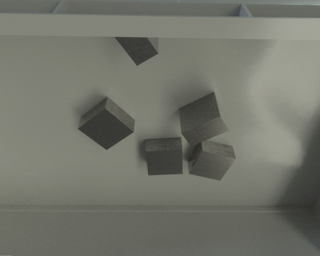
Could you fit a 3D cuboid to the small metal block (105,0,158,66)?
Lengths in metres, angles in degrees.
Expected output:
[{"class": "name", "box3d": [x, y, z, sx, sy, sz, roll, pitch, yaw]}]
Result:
[{"class": "small metal block", "box3d": [-0.026, -0.099, 0.308, 0.025, 0.050, 0.050, -26, 126, 20]}]

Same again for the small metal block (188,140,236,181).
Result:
[{"class": "small metal block", "box3d": [0.074, 0.047, 0.450, 0.050, 0.025, 0.050, 14, 129, -12]}]

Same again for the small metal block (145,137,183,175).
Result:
[{"class": "small metal block", "box3d": [0.007, 0.041, 0.444, 0.050, 0.025, 0.050, -3, 130, 1]}]

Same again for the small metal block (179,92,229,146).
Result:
[{"class": "small metal block", "box3d": [0.053, -0.011, 0.384, 0.050, 0.050, 0.025, -24, 126, 19]}]

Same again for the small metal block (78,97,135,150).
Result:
[{"class": "small metal block", "box3d": [-0.069, -0.005, 0.404, 0.050, 0.025, 0.050, -33, 123, 24]}]
